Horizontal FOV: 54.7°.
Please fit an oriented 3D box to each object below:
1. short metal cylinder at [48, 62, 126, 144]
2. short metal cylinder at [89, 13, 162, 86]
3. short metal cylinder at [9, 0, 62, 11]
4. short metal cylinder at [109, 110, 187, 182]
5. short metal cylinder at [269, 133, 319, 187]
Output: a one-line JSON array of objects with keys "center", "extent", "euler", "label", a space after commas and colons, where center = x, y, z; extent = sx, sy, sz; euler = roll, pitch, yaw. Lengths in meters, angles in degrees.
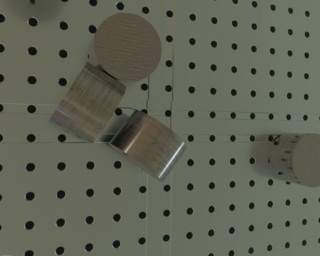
[{"center": [-0.082, -0.028, 0.353], "extent": [0.050, 0.080, 0.080], "euler": [33, 79, -17], "label": "short metal cylinder"}, {"center": [-0.044, -0.094, 0.383], "extent": [0.081, 0.050, 0.079], "euler": [0, 90, -20], "label": "short metal cylinder"}, {"center": [-0.143, -0.180, 0.346], "extent": [0.081, 0.050, 0.079], "euler": [0, 90, -20], "label": "short metal cylinder"}, {"center": [-0.015, 0.023, 0.378], "extent": [0.080, 0.080, 0.050], "euler": [39, 78, -16], "label": "short metal cylinder"}, {"center": [0.219, 0.048, 0.480], "extent": [0.081, 0.050, 0.079], "euler": [0, 90, -20], "label": "short metal cylinder"}]
